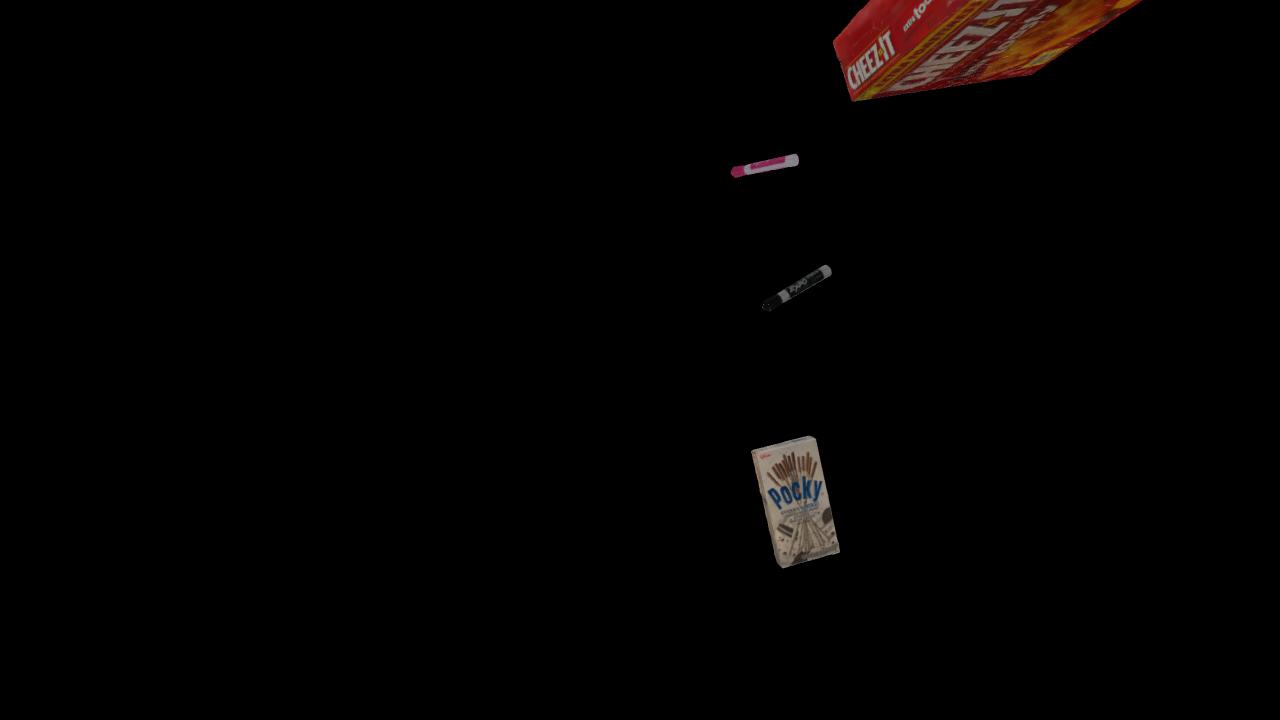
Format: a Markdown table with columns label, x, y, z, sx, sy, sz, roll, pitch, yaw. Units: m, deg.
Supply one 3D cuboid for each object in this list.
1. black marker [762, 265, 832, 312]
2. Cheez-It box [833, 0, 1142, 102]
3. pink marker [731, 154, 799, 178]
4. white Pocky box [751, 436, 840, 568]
| label | x | y | z | sx | sy | sz | roll | pitch | yaw |
| --- | --- | --- | --- | --- | --- | --- | --- | --- | --- |
| black marker | 0.230 | -0.105 | 0.905 | 0.121 | 0.020 | 0.020 | -30 | 8 | -14 |
| Cheez-It box | 0.302 | -0.297 | 0.506 | 0.223 | 0.071 | 0.166 | -15 | -4 | -17 |
| pink marker | 0.203 | -0.320 | 1.016 | 0.121 | 0.020 | 0.020 | 2 | 1 | 41 |
| white Pocky box | 0.201 | 0.182 | 0.794 | 0.084 | 0.154 | 0.028 | -13 | 3 | -6 |
